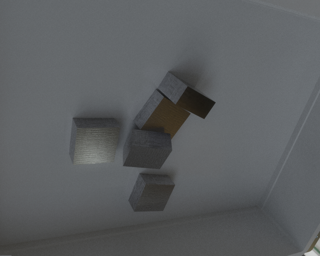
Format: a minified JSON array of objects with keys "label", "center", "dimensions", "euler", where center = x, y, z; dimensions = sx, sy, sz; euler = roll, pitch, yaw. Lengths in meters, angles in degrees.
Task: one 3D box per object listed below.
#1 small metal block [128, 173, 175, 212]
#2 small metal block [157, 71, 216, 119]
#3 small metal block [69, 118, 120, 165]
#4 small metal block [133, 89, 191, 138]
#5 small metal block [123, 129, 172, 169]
[{"label":"small metal block","center":[-0.013,0.096,0.461],"dimensions":[0.050,0.025,0.050],"euler":[9,114,-32]},{"label":"small metal block","center":[0.032,-0.041,0.385],"dimensions":[0.050,0.050,0.025],"euler":[23,106,-37]},{"label":"small metal block","center":[-0.080,0.015,0.374],"dimensions":[0.050,0.025,0.050],"euler":[-1,119,-28]},{"label":"small metal block","center":[0.003,-0.014,0.401],"dimensions":[0.050,0.025,0.050],"euler":[28,103,-38]},{"label":"small metal block","center":[-0.017,0.028,0.397],"dimensions":[0.050,0.025,0.050],"euler":[7,143,-17]}]
